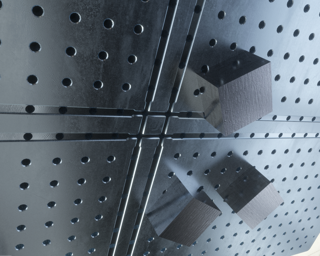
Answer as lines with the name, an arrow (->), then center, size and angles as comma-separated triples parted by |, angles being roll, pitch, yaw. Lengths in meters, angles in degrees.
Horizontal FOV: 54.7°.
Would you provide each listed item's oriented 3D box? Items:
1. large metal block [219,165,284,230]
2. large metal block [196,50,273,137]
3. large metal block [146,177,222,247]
large metal block -> 0.170, 0.129, 0.571 | 0.080, 0.050, 0.080 | -43, 130, 1
large metal block -> 0.104, -0.048, 0.424 | 0.080, 0.050, 0.080 | -27, 128, -12
large metal block -> 0.039, 0.138, 0.504 | 0.080, 0.050, 0.080 | -50, 129, 7
